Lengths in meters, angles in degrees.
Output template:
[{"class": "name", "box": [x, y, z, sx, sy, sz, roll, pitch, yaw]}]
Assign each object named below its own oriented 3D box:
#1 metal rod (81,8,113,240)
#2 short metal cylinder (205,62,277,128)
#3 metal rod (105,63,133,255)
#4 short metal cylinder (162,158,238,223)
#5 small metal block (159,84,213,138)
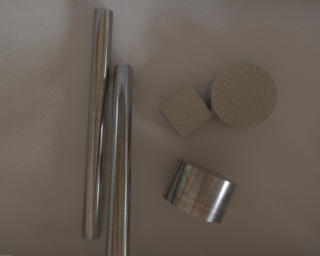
[{"class": "metal rod", "box": [-0.083, -0.005, 0.410, 0.025, 0.025, 0.298, 3, 90, -1]}, {"class": "short metal cylinder", "box": [0.102, -0.040, 0.400, 0.081, 0.050, 0.079, 0, 90, -1]}, {"class": "metal rod", "box": [-0.045, 0.057, 0.349, 0.025, 0.025, 0.299, -1, 65, 0]}, {"class": "short metal cylinder", "box": [0.049, 0.076, 0.385, 0.080, 0.080, 0.050, 24, 90, -1]}, {"class": "small metal block", "box": [0.034, -0.022, 0.412, 0.050, 0.025, 0.050, -37, 90, 0]}]
